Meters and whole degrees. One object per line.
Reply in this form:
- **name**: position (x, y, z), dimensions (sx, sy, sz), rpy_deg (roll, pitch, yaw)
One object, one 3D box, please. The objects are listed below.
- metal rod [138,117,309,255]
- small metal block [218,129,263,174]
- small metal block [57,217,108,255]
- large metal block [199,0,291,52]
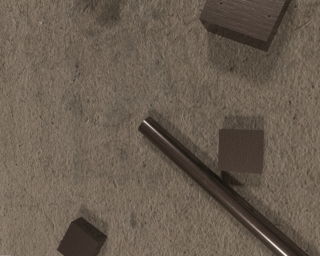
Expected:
- **metal rod**: position (0.088, 0.090, 0.377), dimensions (0.300, 0.025, 0.025), rpy_deg (41, 103, 15)
- **small metal block**: position (0.098, 0.027, 0.374), dimensions (0.050, 0.025, 0.050), rpy_deg (2, 91, 19)
- **small metal block**: position (-0.112, 0.167, 0.447), dimensions (0.050, 0.025, 0.050), rpy_deg (31, 100, 17)
- **large metal block**: position (0.103, -0.145, 0.359), dimensions (0.080, 0.050, 0.080), rpy_deg (26, 98, 17)
